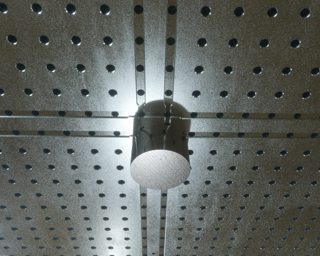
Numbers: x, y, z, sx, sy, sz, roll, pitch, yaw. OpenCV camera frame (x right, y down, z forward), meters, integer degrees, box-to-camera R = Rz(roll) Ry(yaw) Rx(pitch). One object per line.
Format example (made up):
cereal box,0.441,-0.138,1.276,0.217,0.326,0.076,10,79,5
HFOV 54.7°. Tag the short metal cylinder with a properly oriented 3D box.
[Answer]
short metal cylinder,0.000,0.041,0.431,0.081,0.050,0.079,0,130,0
